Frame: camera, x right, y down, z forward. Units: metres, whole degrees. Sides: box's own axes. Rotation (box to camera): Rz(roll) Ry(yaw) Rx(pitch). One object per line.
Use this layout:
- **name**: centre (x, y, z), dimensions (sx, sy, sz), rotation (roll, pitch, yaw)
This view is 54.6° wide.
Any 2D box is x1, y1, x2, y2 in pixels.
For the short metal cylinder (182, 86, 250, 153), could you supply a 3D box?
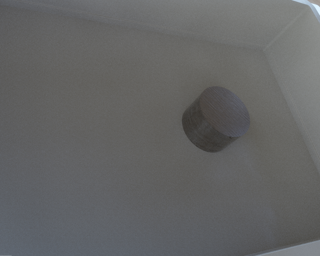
- **short metal cylinder**: centre (0.079, -0.012, 0.438), dimensions (0.081, 0.050, 0.080), rotation (13, 56, -21)
